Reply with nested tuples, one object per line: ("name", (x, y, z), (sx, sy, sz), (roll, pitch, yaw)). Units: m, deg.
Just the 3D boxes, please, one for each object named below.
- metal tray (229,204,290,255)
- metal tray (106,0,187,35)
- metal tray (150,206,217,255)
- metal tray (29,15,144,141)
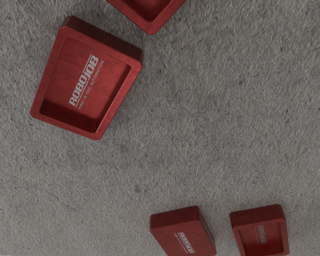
("metal tray", (0.186, 0.197, 0.573), (0.090, 0.030, 0.130), (-14, 129, 11))
("metal tray", (-0.027, -0.157, 0.269), (0.130, 0.030, 0.090), (34, 122, -26))
("metal tray", (0.045, 0.201, 0.575), (0.090, 0.030, 0.130), (-16, 129, 13))
("metal tray", (-0.087, -0.050, 0.359), (0.091, 0.030, 0.129), (23, 127, -19))
